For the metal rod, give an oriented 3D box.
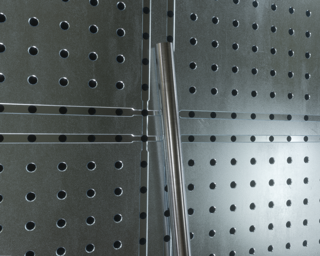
[{"bbox_3d":[0.018,0.037,0.419,0.025,0.025,0.298,-6,92,-20],"label":"metal rod"}]
